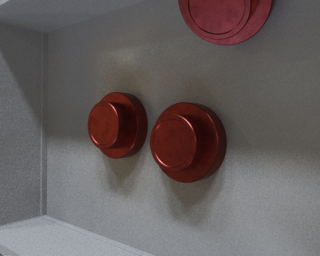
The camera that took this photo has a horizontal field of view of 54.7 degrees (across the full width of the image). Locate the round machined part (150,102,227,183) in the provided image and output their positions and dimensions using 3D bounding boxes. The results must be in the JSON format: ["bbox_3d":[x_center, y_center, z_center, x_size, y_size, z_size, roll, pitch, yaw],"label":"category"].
[{"bbox_3d":[0.026,0.018,0.374,0.098,0.042,0.097,0,90,40],"label":"round machined part"}]

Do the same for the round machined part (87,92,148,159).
[{"bbox_3d":[-0.068,-0.004,0.452,0.098,0.042,0.097,0,90,40],"label":"round machined part"}]

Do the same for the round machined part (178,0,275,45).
[{"bbox_3d":[0.063,-0.129,0.312,0.098,0.042,0.097,17,133,19],"label":"round machined part"}]
